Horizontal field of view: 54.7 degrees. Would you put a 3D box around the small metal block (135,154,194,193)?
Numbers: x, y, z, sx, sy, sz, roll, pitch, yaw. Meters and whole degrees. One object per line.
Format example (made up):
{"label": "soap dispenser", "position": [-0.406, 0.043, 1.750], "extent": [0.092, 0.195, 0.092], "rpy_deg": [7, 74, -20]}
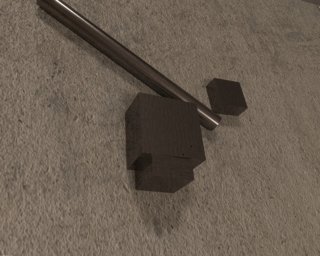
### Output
{"label": "small metal block", "position": [0.004, 0.054, 0.358], "extent": [0.050, 0.050, 0.025], "rpy_deg": [10, 58, -23]}

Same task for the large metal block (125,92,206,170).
{"label": "large metal block", "position": [0.004, 0.009, 0.386], "extent": [0.081, 0.050, 0.080], "rpy_deg": [9, 58, -24]}

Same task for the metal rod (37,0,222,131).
{"label": "metal rod", "position": [-0.040, -0.093, 0.440], "extent": [0.301, 0.025, 0.025], "rpy_deg": [36, 51, -5]}

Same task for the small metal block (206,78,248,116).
{"label": "small metal block", "position": [0.106, -0.049, 0.493], "extent": [0.050, 0.025, 0.050], "rpy_deg": [5, 60, -26]}
